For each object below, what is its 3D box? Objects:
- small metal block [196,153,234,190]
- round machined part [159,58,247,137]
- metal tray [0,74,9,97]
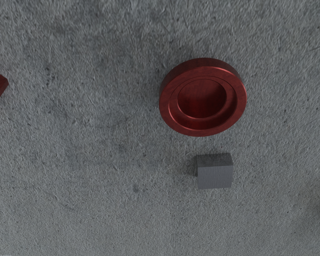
[{"bbox_3d":[0.081,0.065,0.464,0.050,0.025,0.050,-4,130,3],"label":"small metal block"},{"bbox_3d":[0.048,-0.039,0.364,0.099,0.042,0.097,-1,130,0],"label":"round machined part"},{"bbox_3d":[-0.257,-0.059,0.349,0.090,0.030,0.130,-35,122,26],"label":"metal tray"}]
